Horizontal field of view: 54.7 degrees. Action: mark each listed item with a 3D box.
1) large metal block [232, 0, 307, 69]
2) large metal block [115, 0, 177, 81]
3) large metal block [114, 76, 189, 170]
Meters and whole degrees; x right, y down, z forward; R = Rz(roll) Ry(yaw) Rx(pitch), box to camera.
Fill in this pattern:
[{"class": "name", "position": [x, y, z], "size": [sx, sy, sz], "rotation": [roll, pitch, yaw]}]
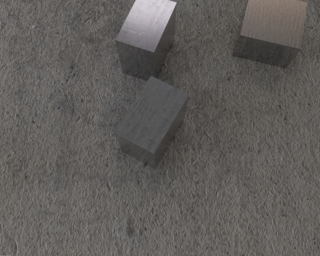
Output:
[{"class": "large metal block", "position": [0.157, -0.142, 0.448], "size": [0.080, 0.050, 0.080], "rotation": [15, 71, 5]}, {"class": "large metal block", "position": [-0.016, -0.120, 0.422], "size": [0.050, 0.080, 0.080], "rotation": [20, 71, 7]}, {"class": "large metal block", "position": [-0.008, -0.003, 0.380], "size": [0.050, 0.080, 0.080], "rotation": [28, 72, 9]}]
